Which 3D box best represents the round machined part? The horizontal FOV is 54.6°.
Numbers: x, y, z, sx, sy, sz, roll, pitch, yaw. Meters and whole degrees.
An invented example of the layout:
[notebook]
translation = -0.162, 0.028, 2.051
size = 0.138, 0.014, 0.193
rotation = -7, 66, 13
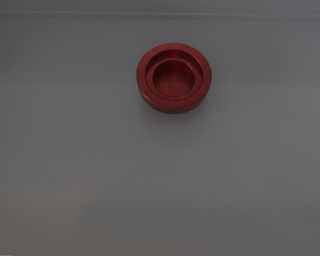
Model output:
[round machined part]
translation = 0.019, -0.063, 0.424
size = 0.099, 0.042, 0.098
rotation = 0, 70, 0
